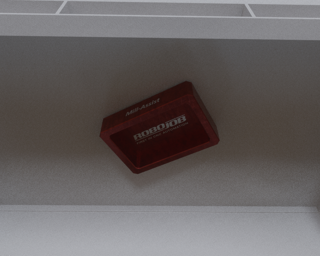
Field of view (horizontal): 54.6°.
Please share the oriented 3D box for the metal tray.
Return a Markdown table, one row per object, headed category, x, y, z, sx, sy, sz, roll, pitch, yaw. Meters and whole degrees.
| category | x | y | z | sx | sy | sz | roll | pitch | yaw |
| --- | --- | --- | --- | --- | --- | --- | --- | --- | --- |
| metal tray | 0.000 | 0.004 | 0.405 | 0.130 | 0.030 | 0.090 | -23 | 127 | 17 |
